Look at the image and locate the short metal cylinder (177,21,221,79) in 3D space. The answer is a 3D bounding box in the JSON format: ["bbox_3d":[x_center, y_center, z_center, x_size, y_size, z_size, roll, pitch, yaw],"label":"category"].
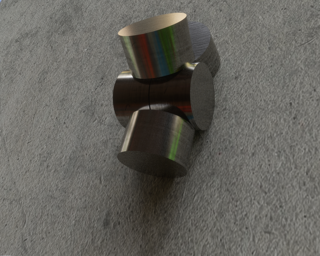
[{"bbox_3d":[0.039,-0.100,0.430,0.080,0.050,0.080,-13,56,20],"label":"short metal cylinder"}]

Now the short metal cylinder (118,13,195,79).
[{"bbox_3d":[-0.003,-0.098,0.365,0.080,0.050,0.080,-12,29,7],"label":"short metal cylinder"}]

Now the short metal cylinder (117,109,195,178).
[{"bbox_3d":[-0.004,0.020,0.359,0.080,0.080,0.050,0,62,28],"label":"short metal cylinder"}]

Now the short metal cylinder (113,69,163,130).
[{"bbox_3d":[-0.016,-0.037,0.401,0.050,0.080,0.080,1,62,28],"label":"short metal cylinder"}]

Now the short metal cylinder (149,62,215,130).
[{"bbox_3d":[0.029,-0.037,0.376,0.050,0.080,0.080,0,62,29],"label":"short metal cylinder"}]
